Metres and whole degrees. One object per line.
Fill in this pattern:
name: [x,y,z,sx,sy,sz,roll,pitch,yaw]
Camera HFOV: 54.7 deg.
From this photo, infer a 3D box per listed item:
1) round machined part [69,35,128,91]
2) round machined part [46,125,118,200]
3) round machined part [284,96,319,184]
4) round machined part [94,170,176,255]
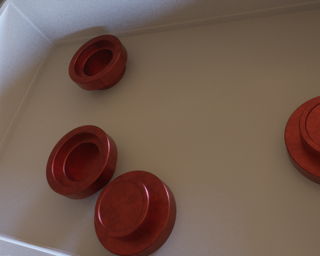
round machined part: [-0.095,-0.101,0.505,0.098,0.042,0.098,-13,56,20]
round machined part: [-0.099,0.049,0.415,0.098,0.042,0.098,-13,56,20]
round machined part: [0.173,0.006,0.300,0.098,0.042,0.098,-13,56,20]
round machined part: [-0.035,0.094,0.354,0.098,0.042,0.098,-13,56,20]
